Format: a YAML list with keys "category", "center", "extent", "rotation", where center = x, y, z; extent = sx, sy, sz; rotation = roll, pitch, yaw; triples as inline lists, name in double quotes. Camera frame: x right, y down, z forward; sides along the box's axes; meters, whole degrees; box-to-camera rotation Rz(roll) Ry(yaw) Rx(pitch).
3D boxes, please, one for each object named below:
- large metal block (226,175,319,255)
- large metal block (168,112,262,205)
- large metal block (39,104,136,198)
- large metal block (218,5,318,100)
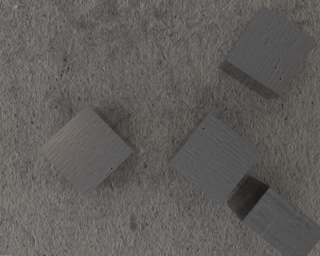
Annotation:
- category: "large metal block"
  center: [0.138, 0.109, 0.383]
  extent: [0.080, 0.080, 0.050]
  rotation: [39, 90, 0]
- category: "large metal block"
  center: [0.067, 0.037, 0.398]
  extent: [0.080, 0.050, 0.080]
  rotation: [38, 90, 0]
- category: "large metal block"
  center: [-0.088, 0.027, 0.397]
  extent: [0.080, 0.050, 0.080]
  rotation: [-44, 90, 0]
- category: "large metal block"
  center: [0.135, -0.093, 0.398]
  extent: [0.080, 0.050, 0.080]
  rotation: [34, 90, 0]
